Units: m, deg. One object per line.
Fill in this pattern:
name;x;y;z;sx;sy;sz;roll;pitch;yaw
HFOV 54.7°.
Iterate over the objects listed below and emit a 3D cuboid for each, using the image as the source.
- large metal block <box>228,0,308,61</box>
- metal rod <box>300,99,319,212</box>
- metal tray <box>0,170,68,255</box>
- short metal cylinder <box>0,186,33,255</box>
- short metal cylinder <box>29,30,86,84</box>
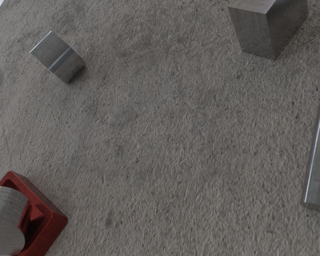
large metal block;0.137;-0.145;0.386;0.050;0.080;0.080;30;79;37
metal rod;0.193;-0.058;0.337;0.025;0.025;0.300;8;66;32
metal tray;-0.197;0.127;0.425;0.130;0.030;0.090;26;76;37
short metal cylinder;-0.204;0.118;0.379;0.080;0.080;0.050;-31;32;8
short metal cylinder;-0.176;-0.121;0.535;0.050;0.080;0.080;-49;51;-6
